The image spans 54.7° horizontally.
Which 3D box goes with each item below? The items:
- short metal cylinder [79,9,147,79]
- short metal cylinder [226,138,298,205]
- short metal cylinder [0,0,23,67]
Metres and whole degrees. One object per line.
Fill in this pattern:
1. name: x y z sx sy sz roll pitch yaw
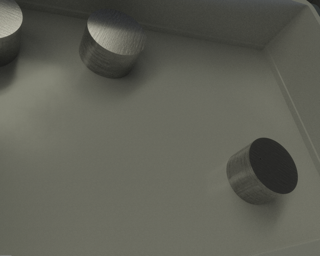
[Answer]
1. short metal cylinder: -0.065 -0.115 0.424 0.081 0.050 0.080 14 56 -21
2. short metal cylinder: 0.140 0.060 0.428 0.081 0.050 0.080 14 56 -21
3. short metal cylinder: -0.202 -0.114 0.351 0.081 0.050 0.080 14 56 -21
